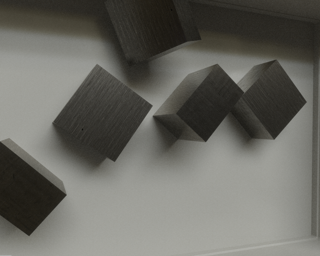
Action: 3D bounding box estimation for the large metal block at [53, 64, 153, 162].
[{"bbox_3d":[-0.070,-0.017,0.372,0.080,0.050,0.080,37,78,-17],"label":"large metal block"}]

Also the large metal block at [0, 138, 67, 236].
[{"bbox_3d":[-0.150,0.057,0.326,0.080,0.080,0.050,45,76,-15],"label":"large metal block"}]

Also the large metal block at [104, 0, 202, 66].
[{"bbox_3d":[-0.007,-0.128,0.372,0.050,0.080,0.080,-34,106,-60],"label":"large metal block"}]

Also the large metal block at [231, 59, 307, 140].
[{"bbox_3d":[0.153,-0.040,0.455,0.080,0.050,0.080,-45,104,-15],"label":"large metal block"}]

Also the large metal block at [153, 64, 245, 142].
[{"bbox_3d":[0.047,-0.030,0.400,0.050,0.080,0.080,43,76,-15],"label":"large metal block"}]
